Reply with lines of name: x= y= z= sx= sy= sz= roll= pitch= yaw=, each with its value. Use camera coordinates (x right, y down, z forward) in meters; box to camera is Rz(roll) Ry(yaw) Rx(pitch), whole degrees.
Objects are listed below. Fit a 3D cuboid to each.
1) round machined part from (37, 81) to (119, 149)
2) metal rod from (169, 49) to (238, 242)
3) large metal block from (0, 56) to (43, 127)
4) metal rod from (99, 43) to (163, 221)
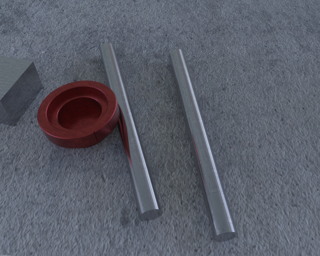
round machined part: x=-0.101 y=-0.013 z=0.399 sx=0.099 sy=0.042 sz=0.098 roll=-2 pitch=51 yaw=3
metal rod: x=0.046 y=-0.004 z=0.407 sx=0.025 sy=0.025 sz=0.300 roll=-6 pitch=50 yaw=-5
large metal block: x=-0.225 y=-0.055 z=0.430 sx=0.080 sy=0.050 sz=0.080 roll=11 pitch=51 yaw=9
metal rod: x=-0.048 y=-0.019 z=0.418 sx=0.025 sy=0.025 sz=0.300 roll=-11 pitch=51 yaw=-10
